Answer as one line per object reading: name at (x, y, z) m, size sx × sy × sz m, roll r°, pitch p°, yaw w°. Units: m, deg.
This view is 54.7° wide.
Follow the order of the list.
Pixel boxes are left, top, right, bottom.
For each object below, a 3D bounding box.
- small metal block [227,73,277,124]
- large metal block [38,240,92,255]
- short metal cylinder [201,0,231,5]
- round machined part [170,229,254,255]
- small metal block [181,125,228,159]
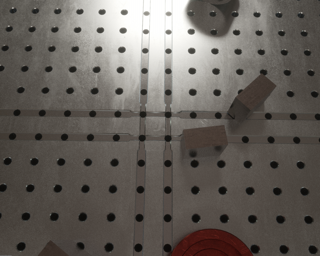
small metal block at (0.122, -0.038, 0.414) m, size 0.050 × 0.050 × 0.025 m, roll -41°, pitch 76°, yaw -14°
large metal block at (-0.089, 0.163, 0.322) m, size 0.080 × 0.080 × 0.050 m, roll 35°, pitch 74°, yaw 11°
short metal cylinder at (0.087, -0.237, 0.470) m, size 0.080 × 0.080 × 0.050 m, roll 22°, pitch 72°, yaw 7°
round machined part at (0.056, 0.164, 0.344) m, size 0.099 × 0.042 × 0.098 m, roll 0°, pitch 70°, yaw -1°
small metal block at (0.054, 0.019, 0.392) m, size 0.050 × 0.050 × 0.025 m, roll -6°, pitch 70°, yaw -3°
